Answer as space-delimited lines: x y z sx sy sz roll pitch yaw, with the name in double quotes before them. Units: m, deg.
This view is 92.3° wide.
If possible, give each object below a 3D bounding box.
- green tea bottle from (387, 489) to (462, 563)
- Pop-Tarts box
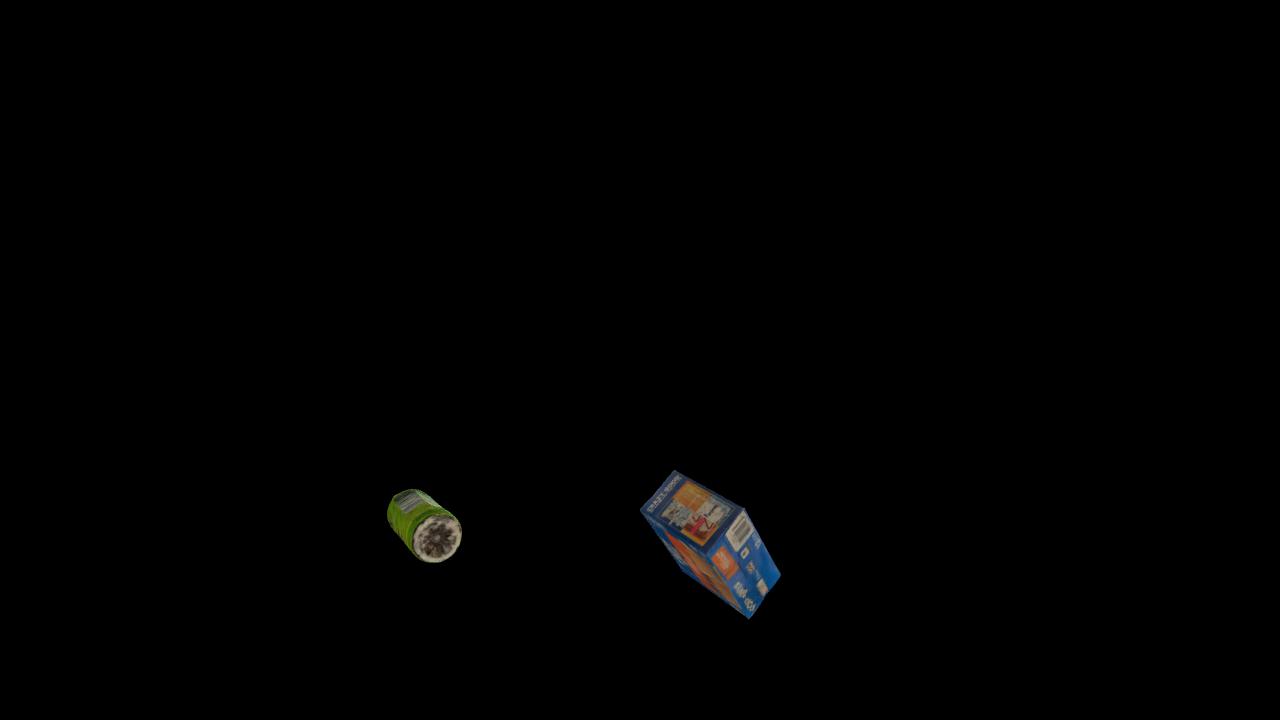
"green tea bottle" -0.323 0.230 0.896 0.073 0.073 0.212 0 4 -32
"Pop-Tarts box" 0.100 0.260 0.872 0.083 0.167 0.141 -43 36 -20
